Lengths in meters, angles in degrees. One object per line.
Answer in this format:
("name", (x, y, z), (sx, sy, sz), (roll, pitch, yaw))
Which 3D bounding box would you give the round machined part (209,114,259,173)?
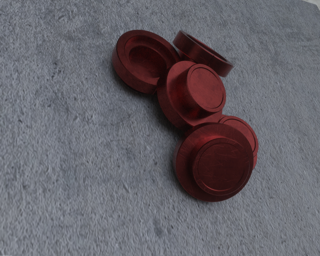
("round machined part", (0.098, 0.021, 0.436), (0.099, 0.042, 0.098), (14, 56, -21))

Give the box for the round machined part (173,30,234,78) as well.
("round machined part", (0.060, -0.105, 0.475), (0.098, 0.042, 0.098), (29, 21, -12))

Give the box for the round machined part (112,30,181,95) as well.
("round machined part", (-0.021, -0.087, 0.438), (0.099, 0.042, 0.098), (14, 56, -21))

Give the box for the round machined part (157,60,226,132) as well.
("round machined part", (0.048, -0.045, 0.407), (0.099, 0.042, 0.098), (14, 64, -32))

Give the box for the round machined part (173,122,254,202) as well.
("round machined part", (0.068, 0.043, 0.374), (0.099, 0.042, 0.097), (-1, 95, -9))
